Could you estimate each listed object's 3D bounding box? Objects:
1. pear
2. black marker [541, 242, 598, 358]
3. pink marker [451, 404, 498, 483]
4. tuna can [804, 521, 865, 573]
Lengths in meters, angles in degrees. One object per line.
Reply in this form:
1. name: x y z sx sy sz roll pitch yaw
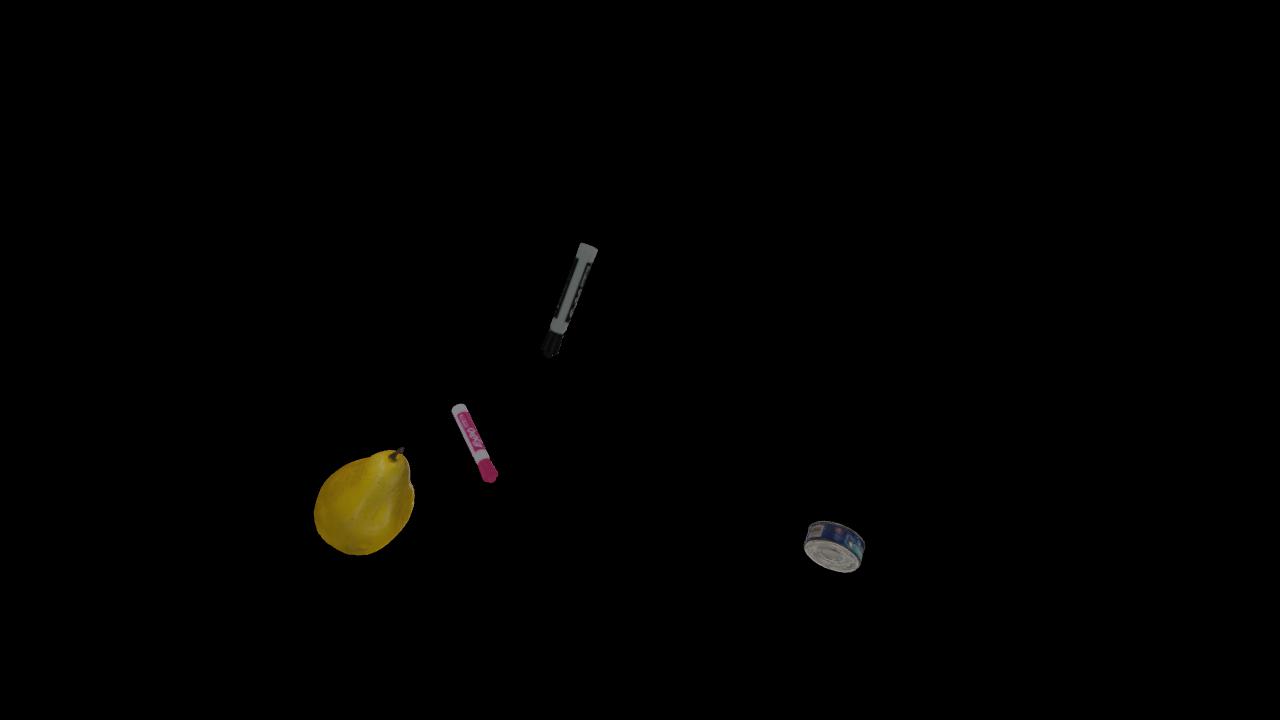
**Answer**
1. pear: -0.217 0.102 0.504 0.080 0.111 0.080 30 17 -10
2. black marker: -0.072 -0.058 0.618 0.020 0.121 0.020 22 12 -5
3. pink marker: -0.200 0.101 0.745 0.020 0.020 0.121 0 40 -41
4. tuna can: 0.287 0.277 0.910 0.084 0.084 0.034 0 41 35
